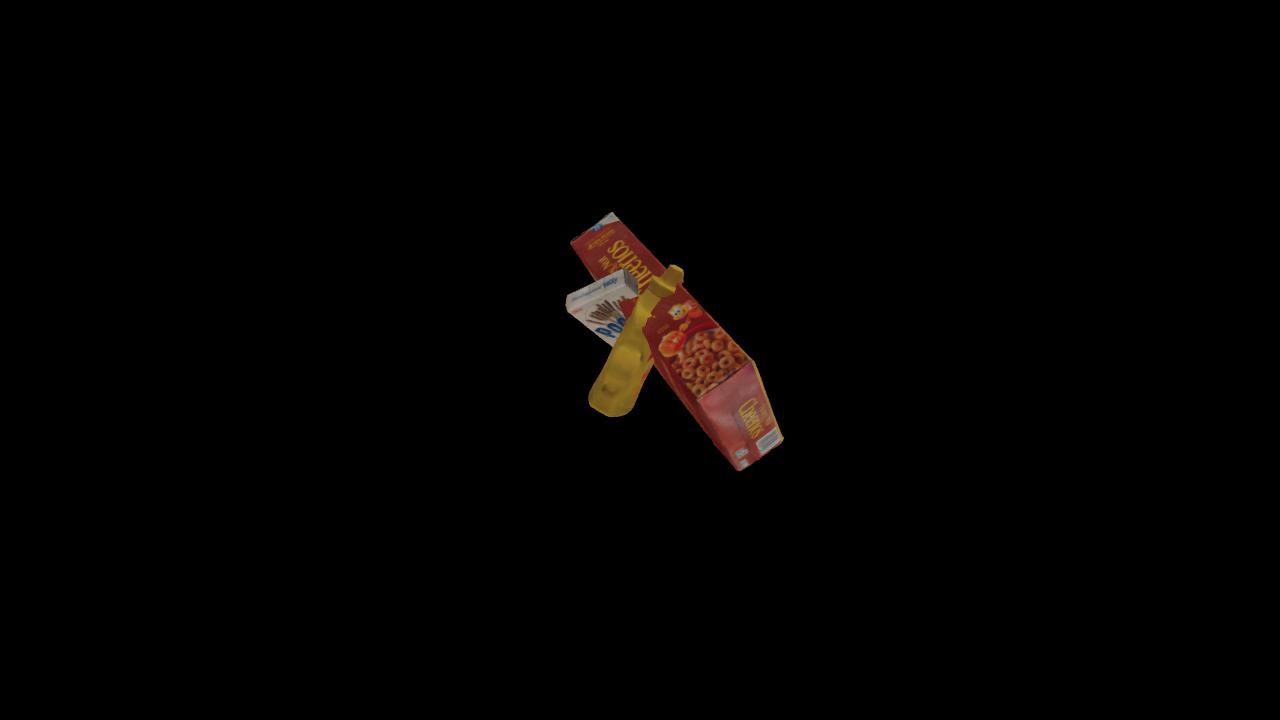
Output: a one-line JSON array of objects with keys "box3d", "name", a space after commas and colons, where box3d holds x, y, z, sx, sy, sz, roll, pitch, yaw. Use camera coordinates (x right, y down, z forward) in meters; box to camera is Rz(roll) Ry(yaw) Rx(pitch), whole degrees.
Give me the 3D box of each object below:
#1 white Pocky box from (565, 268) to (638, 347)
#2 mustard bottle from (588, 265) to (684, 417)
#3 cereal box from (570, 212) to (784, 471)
[{"box3d": [-0.011, -0.048, 0.747, 0.084, 0.028, 0.154, -22, -36, 24], "name": "white Pocky box"}, {"box3d": [0.003, -0.026, 0.710, 0.054, 0.184, 0.092, 31, 19, 14], "name": "mustard bottle"}, {"box3d": [0.044, -0.027, 0.764, 0.081, 0.306, 0.203, -36, -38, -1], "name": "cereal box"}]
